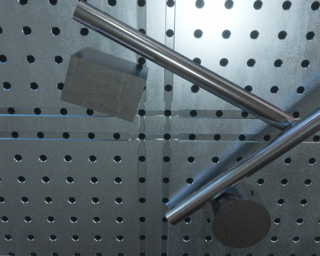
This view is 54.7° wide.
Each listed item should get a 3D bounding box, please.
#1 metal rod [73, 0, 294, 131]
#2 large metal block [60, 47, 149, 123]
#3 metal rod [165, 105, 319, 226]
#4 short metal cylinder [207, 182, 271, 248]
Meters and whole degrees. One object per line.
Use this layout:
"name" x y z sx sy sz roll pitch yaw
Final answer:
"metal rod" 0.037 -0.072 0.387 0.301 0.025 0.025 26 108 -10
"large metal block" -0.060 -0.054 0.363 0.080 0.080 0.050 18 109 -7
"metal rod" 0.126 0.045 0.414 0.299 0.025 0.025 -39 106 19
"short metal cylinder" 0.112 0.124 0.448 0.081 0.050 0.079 0 110 -1
